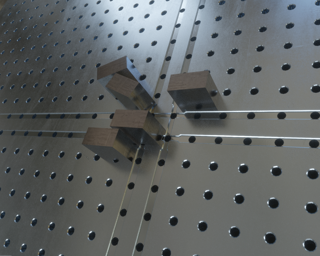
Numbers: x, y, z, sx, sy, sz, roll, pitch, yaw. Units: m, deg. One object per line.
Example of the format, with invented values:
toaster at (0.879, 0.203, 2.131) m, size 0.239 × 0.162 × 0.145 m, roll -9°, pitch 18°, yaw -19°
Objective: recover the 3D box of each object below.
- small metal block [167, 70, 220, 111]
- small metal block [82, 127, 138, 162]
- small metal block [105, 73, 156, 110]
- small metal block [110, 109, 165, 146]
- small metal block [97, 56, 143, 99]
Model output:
small metal block at (0.044, -0.046, 0.398) m, size 0.050 × 0.050 × 0.025 m, roll -2°, pitch 61°, yaw 27°
small metal block at (-0.066, 0.023, 0.414) m, size 0.050 × 0.050 × 0.025 m, roll 3°, pitch 63°, yaw 29°
small metal block at (-0.042, -0.048, 0.445) m, size 0.050 × 0.050 × 0.025 m, roll 27°, pitch 77°, yaw 37°
small metal block at (-0.029, 0.000, 0.409) m, size 0.050 × 0.050 × 0.025 m, roll 3°, pitch 64°, yaw 30°
small metal block at (-0.060, -0.076, 0.472) m, size 0.050 × 0.050 × 0.025 m, roll -19°, pitch 55°, yaw 17°
